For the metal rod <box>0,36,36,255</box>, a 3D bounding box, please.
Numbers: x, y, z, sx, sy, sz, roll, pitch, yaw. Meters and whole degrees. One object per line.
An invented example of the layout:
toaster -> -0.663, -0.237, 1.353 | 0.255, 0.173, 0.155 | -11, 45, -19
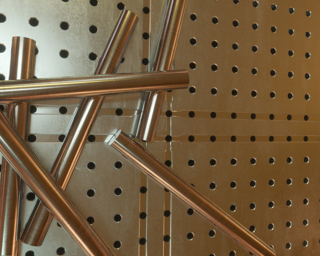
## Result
metal rod -> -0.166, 0.048, 0.351 | 0.025, 0.025, 0.298 | 5, 89, -20

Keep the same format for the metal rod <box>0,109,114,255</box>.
metal rod -> -0.119, 0.072, 0.339 | 0.025, 0.025, 0.299 | -36, 113, -16

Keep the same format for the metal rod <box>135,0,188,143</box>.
metal rod -> 0.014, -0.129, 0.417 | 0.025, 0.025, 0.299 | 15, 85, -19

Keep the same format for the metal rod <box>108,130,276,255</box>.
metal rod -> 0.055, 0.104, 0.432 | 0.301, 0.025, 0.025 | 39, 78, -16

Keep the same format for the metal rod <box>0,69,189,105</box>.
metal rod -> -0.109, -0.044, 0.344 | 0.302, 0.025, 0.025 | -7, 93, -20

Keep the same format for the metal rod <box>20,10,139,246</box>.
metal rod -> -0.094, -0.007, 0.377 | 0.025, 0.025, 0.299 | 24, 82, -19
